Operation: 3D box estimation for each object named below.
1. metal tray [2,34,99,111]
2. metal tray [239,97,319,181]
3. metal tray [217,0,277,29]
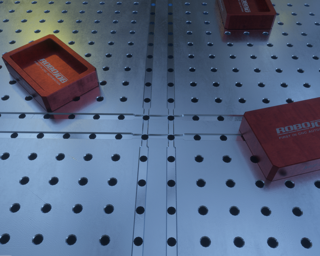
[{"bbox_3d":[-0.169,-0.090,0.478,0.090,0.030,0.130,-36,59,-26],"label":"metal tray"},{"bbox_3d":[0.181,0.010,0.398,0.131,0.030,0.090,-11,51,-9],"label":"metal tray"},{"bbox_3d":[0.166,-0.244,0.609,0.090,0.030,0.130,-1,50,-1],"label":"metal tray"}]
